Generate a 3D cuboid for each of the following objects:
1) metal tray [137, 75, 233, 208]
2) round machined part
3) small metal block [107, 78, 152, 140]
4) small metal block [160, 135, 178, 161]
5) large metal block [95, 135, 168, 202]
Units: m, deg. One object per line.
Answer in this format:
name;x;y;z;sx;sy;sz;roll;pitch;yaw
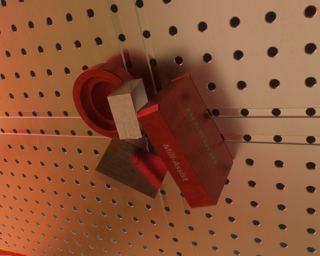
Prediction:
metal tray;0.035;0.015;0.359;0.030;0.090;0.130;-19;109;35
round machined part;-0.061;-0.039;0.406;0.098;0.042;0.097;13;124;20
small metal block;-0.032;-0.022;0.344;0.025;0.050;0.050;-7;115;15
small metal block;0.028;0.030;0.407;0.050;0.025;0.050;19;131;30
large metal block;-0.040;0.059;0.421;0.080;0.050;0.080;27;161;-3
